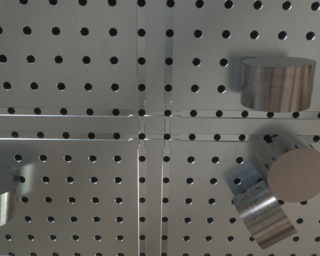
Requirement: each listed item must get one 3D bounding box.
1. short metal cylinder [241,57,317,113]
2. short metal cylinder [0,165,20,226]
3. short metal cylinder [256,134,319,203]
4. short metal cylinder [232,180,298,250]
[{"bbox_3d":[0.138,-0.054,0.366,0.081,0.080,0.050,-3,110,0],"label":"short metal cylinder"},{"bbox_3d":[-0.234,0.090,0.414,0.081,0.080,0.050,12,110,-5],"label":"short metal cylinder"},{"bbox_3d":[0.179,0.054,0.423,0.081,0.050,0.079,0,110,-1],"label":"short metal cylinder"},{"bbox_3d":[0.144,0.119,0.430,0.050,0.080,0.080,-33,107,11],"label":"short metal cylinder"}]
